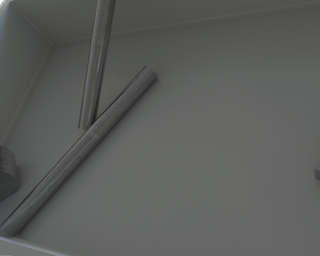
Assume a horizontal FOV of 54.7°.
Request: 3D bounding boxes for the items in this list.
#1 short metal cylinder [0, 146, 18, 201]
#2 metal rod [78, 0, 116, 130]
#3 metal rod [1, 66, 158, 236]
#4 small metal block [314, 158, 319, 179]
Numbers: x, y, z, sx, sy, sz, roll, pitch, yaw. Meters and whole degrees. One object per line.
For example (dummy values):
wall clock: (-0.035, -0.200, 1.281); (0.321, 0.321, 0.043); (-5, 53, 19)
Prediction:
short metal cylinder: (-0.257, 0.069, 0.460); (0.080, 0.080, 0.050); (-33, 52, 7)
metal rod: (-0.081, -0.142, 0.437); (0.025, 0.025, 0.298); (19, 103, 35)
metal rod: (-0.111, 0.028, 0.444); (0.300, 0.025, 0.025); (-49, 52, -7)
small metal block: (0.182, 0.031, 0.291); (0.050, 0.025, 0.050); (22, 73, 35)
